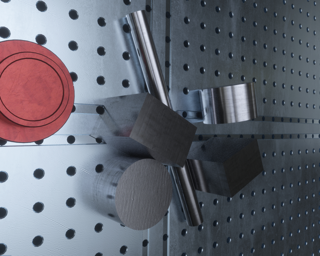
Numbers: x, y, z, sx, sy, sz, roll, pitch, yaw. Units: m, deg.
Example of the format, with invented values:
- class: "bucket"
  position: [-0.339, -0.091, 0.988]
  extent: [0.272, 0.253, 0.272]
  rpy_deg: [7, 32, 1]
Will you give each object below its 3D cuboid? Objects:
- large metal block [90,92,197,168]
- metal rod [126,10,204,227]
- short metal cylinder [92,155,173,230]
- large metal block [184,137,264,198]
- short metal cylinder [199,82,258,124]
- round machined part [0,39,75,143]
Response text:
- class: "large metal block"
  position: [-0.019, 0.004, 0.357]
  extent: [0.080, 0.080, 0.050]
  rpy_deg: [33, 70, -35]
- class: "metal rod"
  position: [0.011, -0.003, 0.417]
  extent: [0.025, 0.025, 0.298]
  rpy_deg: [-27, 107, -37]
- class: "short metal cylinder"
  position: [-0.032, 0.074, 0.366]
  extent: [0.081, 0.050, 0.080]
  rpy_deg: [0, 91, -40]
- class: "large metal block"
  position: [0.088, 0.052, 0.447]
  extent: [0.081, 0.080, 0.050]
  rpy_deg: [-27, 107, -37]
- class: "short metal cylinder"
  position: [0.101, -0.038, 0.458]
  extent: [0.081, 0.080, 0.050]
  rpy_deg: [-14, 99, -39]
- class: "round machined part"
  position: [-0.126, -0.034, 0.292]
  extent: [0.099, 0.042, 0.097]
  rpy_deg: [0, 90, -40]
